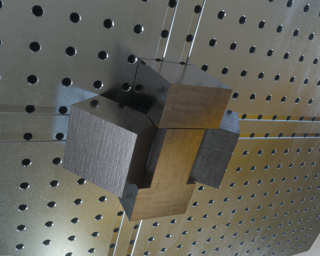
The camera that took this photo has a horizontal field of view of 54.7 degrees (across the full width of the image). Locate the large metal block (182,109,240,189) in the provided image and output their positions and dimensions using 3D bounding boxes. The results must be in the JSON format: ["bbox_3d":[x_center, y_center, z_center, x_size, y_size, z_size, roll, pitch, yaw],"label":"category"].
[{"bbox_3d":[0.068,0.021,0.416,0.050,0.080,0.079,17,114,5],"label":"large metal block"}]

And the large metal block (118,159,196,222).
[{"bbox_3d":[-0.012,0.073,0.414,0.081,0.080,0.050,1,118,-29],"label":"large metal block"}]

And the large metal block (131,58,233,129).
[{"bbox_3d":[0.022,-0.041,0.363,0.081,0.080,0.050,1,118,-29],"label":"large metal block"}]

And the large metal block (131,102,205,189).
[{"bbox_3d":[0.003,0.017,0.388,0.050,0.080,0.079,1,118,-29],"label":"large metal block"}]

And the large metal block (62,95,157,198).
[{"bbox_3d":[-0.057,0.018,0.349,0.050,0.080,0.079,-36,146,-60],"label":"large metal block"}]
